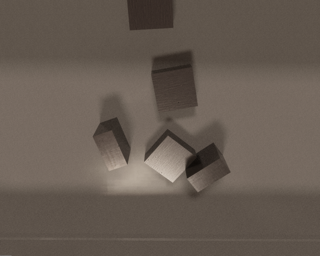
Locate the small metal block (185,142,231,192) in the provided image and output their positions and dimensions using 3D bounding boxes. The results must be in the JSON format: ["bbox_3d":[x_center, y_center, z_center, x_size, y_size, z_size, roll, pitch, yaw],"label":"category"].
[{"bbox_3d":[0.062,0.052,0.418,0.050,0.050,0.025,-34,107,11],"label":"small metal block"}]

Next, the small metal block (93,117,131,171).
[{"bbox_3d":[-0.061,0.020,0.404,0.025,0.050,0.050,-19,109,6],"label":"small metal block"}]

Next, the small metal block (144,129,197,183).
[{"bbox_3d":[0.014,0.038,0.426,0.050,0.025,0.050,37,106,-13],"label":"small metal block"}]

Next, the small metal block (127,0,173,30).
[{"bbox_3d":[-0.011,-0.141,0.359,0.050,0.025,0.050,-3,110,0],"label":"small metal block"}]

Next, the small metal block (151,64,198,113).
[{"bbox_3d":[0.018,-0.051,0.393,0.050,0.025,0.050,-10,110,3],"label":"small metal block"}]
